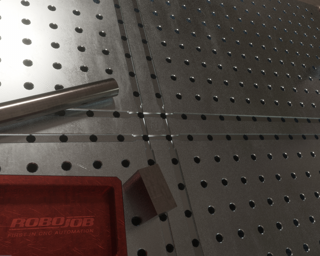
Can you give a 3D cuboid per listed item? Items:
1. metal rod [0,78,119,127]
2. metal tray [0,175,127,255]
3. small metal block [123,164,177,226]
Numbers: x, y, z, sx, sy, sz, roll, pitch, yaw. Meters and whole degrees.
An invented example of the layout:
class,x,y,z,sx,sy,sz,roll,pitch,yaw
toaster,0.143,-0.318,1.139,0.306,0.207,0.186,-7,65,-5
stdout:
class,x,y,z,sx,sy,sz,roll,pitch,yaw
metal rod,-0.176,-0.011,0.320,0.302,0.025,0.025,-21,73,-36
metal tray,-0.100,0.093,0.294,0.131,0.030,0.090,6,59,-26
small metal block,-0.013,0.074,0.341,0.025,0.050,0.050,-13,69,-34
